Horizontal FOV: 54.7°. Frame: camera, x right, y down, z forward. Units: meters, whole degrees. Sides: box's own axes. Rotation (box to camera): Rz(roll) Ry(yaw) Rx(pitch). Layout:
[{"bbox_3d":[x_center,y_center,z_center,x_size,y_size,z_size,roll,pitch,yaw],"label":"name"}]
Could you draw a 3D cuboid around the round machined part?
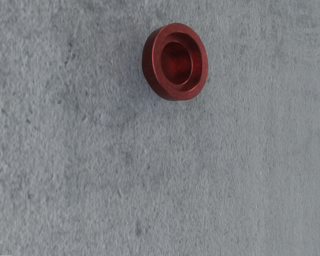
[{"bbox_3d":[0.015,-0.084,0.408,0.099,0.042,0.097,0,90,-40],"label":"round machined part"}]
